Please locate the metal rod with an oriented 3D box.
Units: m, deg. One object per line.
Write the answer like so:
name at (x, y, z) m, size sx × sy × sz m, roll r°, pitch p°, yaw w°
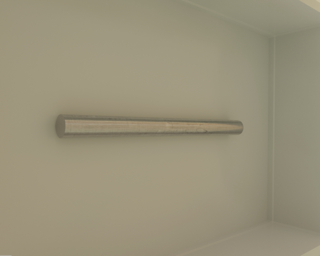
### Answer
metal rod at (0.013, -0.001, 0.417) m, size 0.302 × 0.025 × 0.025 m, roll 0°, pitch 90°, yaw -40°
